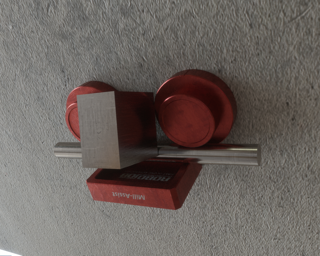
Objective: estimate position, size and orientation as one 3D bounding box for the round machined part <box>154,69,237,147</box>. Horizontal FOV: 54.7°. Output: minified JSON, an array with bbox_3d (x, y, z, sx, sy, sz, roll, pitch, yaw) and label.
[{"bbox_3d":[0.037,-0.016,0.366,0.098,0.042,0.097,13,124,20],"label":"round machined part"}]

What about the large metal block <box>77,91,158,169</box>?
[{"bbox_3d":[-0.046,0.000,0.361,0.050,0.080,0.079,-2,94,28],"label":"large metal block"}]

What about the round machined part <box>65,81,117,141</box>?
[{"bbox_3d":[-0.092,-0.013,0.433,0.098,0.042,0.097,13,124,20],"label":"round machined part"}]

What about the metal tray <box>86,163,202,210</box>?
[{"bbox_3d":[-0.020,0.062,0.413,0.130,0.090,0.030,-1,118,28],"label":"metal tray"}]

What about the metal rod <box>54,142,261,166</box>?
[{"bbox_3d":[-0.023,0.032,0.412,0.300,0.025,0.025,-1,118,28],"label":"metal rod"}]
